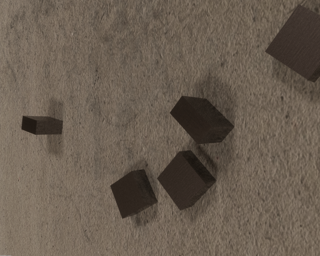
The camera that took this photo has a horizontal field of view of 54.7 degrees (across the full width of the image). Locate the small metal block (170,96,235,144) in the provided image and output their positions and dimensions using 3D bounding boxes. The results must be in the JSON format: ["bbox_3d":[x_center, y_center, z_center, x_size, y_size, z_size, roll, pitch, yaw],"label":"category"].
[{"bbox_3d":[0.048,-0.009,0.348,0.050,0.050,0.025,50,119,28],"label":"small metal block"}]

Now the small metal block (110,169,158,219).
[{"bbox_3d":[-0.037,0.092,0.434,0.050,0.025,0.050,-37,68,33],"label":"small metal block"}]

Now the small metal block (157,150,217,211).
[{"bbox_3d":[0.032,0.063,0.377,0.050,0.025,0.050,51,120,27],"label":"small metal block"}]

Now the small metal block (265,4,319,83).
[{"bbox_3d":[0.138,-0.078,0.291,0.050,0.025,0.050,46,117,29],"label":"small metal block"}]

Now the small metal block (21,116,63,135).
[{"bbox_3d":[-0.213,-0.005,0.561,0.050,0.050,0.025,14,99,39],"label":"small metal block"}]
